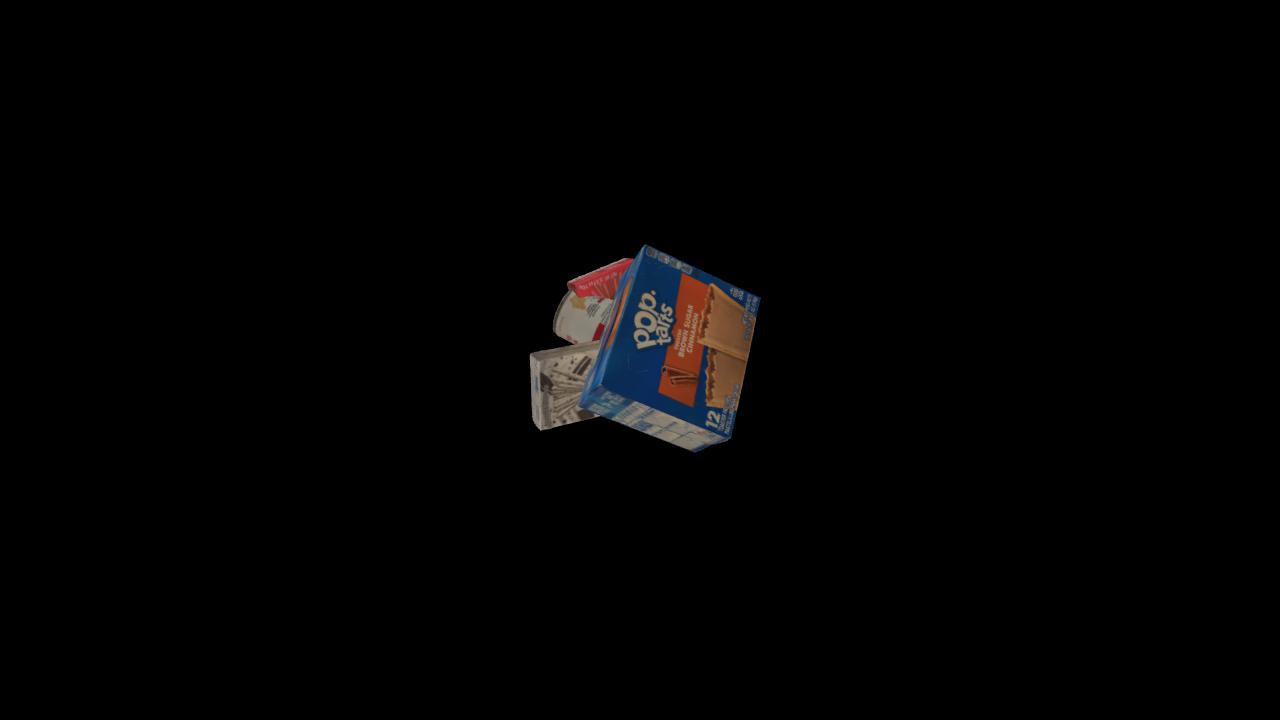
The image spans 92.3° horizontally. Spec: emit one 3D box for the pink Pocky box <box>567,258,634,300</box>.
[{"bbox_3d":[-0.023,-0.034,0.729,0.084,0.155,0.029,-26,22,-22],"label":"pink Pocky box"}]

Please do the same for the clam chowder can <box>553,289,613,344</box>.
[{"bbox_3d":[-0.040,-0.037,0.704,0.102,0.068,0.068,28,6,11],"label":"clam chowder can"}]

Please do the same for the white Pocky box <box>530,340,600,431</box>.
[{"bbox_3d":[-0.041,0.019,0.661,0.154,0.084,0.028,-12,27,-28],"label":"white Pocky box"}]

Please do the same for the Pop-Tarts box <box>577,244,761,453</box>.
[{"bbox_3d":[0.033,-0.010,0.638,0.141,0.167,0.083,23,-27,-12],"label":"Pop-Tarts box"}]
